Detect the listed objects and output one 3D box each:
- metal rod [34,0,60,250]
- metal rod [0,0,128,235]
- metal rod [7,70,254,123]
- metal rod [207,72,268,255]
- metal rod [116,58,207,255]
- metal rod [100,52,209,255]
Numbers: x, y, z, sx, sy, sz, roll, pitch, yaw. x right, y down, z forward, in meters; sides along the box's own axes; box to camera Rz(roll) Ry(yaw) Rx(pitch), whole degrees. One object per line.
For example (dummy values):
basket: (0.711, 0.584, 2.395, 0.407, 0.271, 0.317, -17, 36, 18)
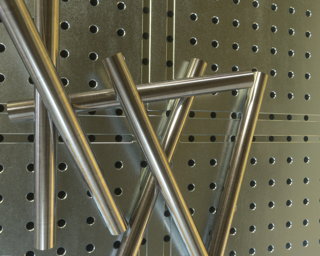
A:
metal rod: (-0.124, -0.010, 0.337, 0.025, 0.025, 0.298, 1, 101, -20)
metal rod: (-0.095, 0.000, 0.329, 0.025, 0.025, 0.299, -28, 118, -18)
metal rod: (-0.024, -0.042, 0.385, 0.302, 0.025, 0.025, -10, 94, -13)
metal rod: (0.110, 0.063, 0.452, 0.025, 0.025, 0.299, 18, 84, -19)
metal rod: (0.001, 0.047, 0.412, 0.025, 0.025, 0.299, 23, 82, -19)
metal rod: (0.002, 0.053, 0.383, 0.025, 0.025, 0.299, -28, 107, -18)
